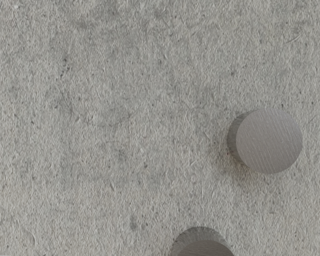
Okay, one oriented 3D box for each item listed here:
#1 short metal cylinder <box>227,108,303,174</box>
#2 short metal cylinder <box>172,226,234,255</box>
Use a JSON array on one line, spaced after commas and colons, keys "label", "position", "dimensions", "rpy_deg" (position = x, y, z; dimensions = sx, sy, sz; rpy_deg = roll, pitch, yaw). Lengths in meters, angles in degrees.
[{"label": "short metal cylinder", "position": [0.132, 0.015, 0.398], "dimensions": [0.081, 0.050, 0.080], "rpy_deg": [0, 90, 0]}, {"label": "short metal cylinder", "position": [0.055, 0.174, 0.398], "dimensions": [0.081, 0.050, 0.080], "rpy_deg": [0, 90, 0]}]
